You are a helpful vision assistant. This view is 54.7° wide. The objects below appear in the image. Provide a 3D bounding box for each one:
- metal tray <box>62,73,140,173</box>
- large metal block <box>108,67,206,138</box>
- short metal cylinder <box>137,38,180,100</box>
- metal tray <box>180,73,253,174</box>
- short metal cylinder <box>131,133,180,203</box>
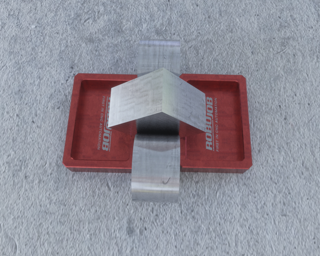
[{"bbox_3d":[-0.072,-0.008,0.409,0.091,0.030,0.130,2,70,0],"label":"metal tray"},{"bbox_3d":[-0.002,-0.021,0.366,0.080,0.080,0.050,-14,65,38],"label":"large metal block"},{"bbox_3d":[-0.001,-0.076,0.408,0.050,0.080,0.080,2,70,1],"label":"short metal cylinder"},{"bbox_3d":[0.069,-0.007,0.410,0.091,0.030,0.130,2,70,0],"label":"metal tray"},{"bbox_3d":[-0.004,0.047,0.363,0.050,0.080,0.080,2,70,1],"label":"short metal cylinder"}]
